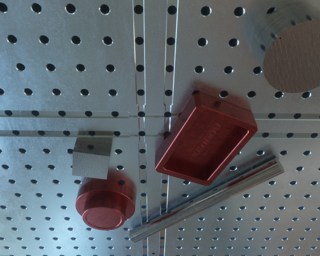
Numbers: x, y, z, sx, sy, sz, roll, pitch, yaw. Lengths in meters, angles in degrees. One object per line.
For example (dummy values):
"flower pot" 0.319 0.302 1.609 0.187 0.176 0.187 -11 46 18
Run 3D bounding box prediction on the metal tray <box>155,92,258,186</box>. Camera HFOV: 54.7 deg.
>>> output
"metal tray" 0.059 0.021 0.427 0.091 0.030 0.129 19 128 -16

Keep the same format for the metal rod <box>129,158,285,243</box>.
"metal rod" 0.065 0.130 0.523 0.299 0.025 0.025 -33 123 24

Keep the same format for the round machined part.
"round machined part" -0.091 0.133 0.513 0.099 0.042 0.097 -1 130 0

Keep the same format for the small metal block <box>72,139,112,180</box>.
"small metal block" -0.099 0.046 0.450 0.050 0.025 0.050 8 130 -8

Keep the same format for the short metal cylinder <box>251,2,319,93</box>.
"short metal cylinder" 0.143 -0.084 0.326 0.081 0.050 0.079 -1 130 0
